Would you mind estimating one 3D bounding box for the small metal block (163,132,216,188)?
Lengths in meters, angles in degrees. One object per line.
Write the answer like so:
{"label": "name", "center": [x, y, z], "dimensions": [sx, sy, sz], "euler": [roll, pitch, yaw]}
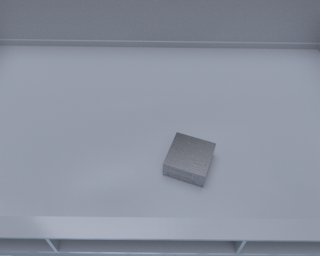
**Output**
{"label": "small metal block", "center": [0.036, 0.038, 0.374], "dimensions": [0.050, 0.025, 0.050], "euler": [16, 52, 13]}
